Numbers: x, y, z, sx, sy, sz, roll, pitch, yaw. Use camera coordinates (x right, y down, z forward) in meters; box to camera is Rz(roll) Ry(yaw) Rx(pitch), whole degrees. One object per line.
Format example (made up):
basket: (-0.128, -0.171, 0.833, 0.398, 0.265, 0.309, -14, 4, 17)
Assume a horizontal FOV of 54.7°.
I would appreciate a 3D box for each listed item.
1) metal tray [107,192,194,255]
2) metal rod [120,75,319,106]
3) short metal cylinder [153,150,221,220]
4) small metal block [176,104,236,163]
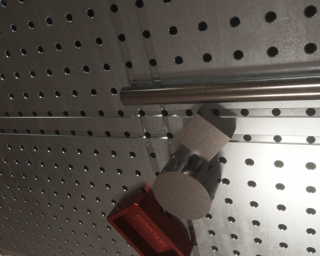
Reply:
metal tray: (-0.017, 0.177, 0.524, 0.130, 0.030, 0.090, 49, 128, -7)
metal rod: (0.088, -0.040, 0.339, 0.301, 0.025, 0.025, 1, 119, 27)
short metal cylinder: (0.038, 0.077, 0.422, 0.080, 0.050, 0.079, 13, 124, 20)
small metal block: (0.057, 0.007, 0.385, 0.050, 0.025, 0.050, 37, 129, 2)
